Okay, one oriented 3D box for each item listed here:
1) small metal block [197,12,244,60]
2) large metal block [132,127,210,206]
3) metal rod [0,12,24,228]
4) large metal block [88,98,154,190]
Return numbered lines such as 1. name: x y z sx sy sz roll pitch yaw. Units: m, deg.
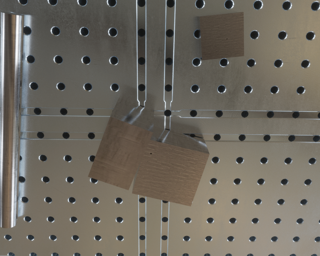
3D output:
1. small metal block: 0.073 -0.111 0.374 0.050 0.025 0.050 -6 110 1
2. large metal block: 0.013 0.050 0.419 0.081 0.050 0.079 14 109 -6
3. metal rod: -0.199 0.004 0.412 0.025 0.025 0.298 10 110 -4
4. large metal block: -0.046 0.017 0.390 0.050 0.080 0.079 21 109 -8
